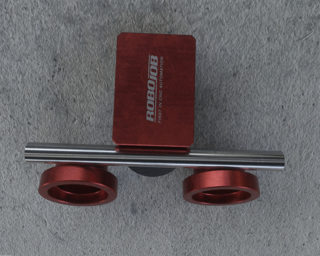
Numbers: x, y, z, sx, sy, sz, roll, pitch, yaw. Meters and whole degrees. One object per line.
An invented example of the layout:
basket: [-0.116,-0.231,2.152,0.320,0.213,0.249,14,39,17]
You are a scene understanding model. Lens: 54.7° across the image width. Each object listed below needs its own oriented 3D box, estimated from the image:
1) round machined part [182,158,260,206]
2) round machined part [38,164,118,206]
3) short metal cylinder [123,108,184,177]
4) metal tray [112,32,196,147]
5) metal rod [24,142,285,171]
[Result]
round machined part: [0.079,0.071,0.411,0.099,0.042,0.098,0,153,0]
round machined part: [-0.105,0.068,0.408,0.099,0.042,0.098,-1,149,0]
short metal cylinder: [-0.009,0.016,0.404,0.081,0.050,0.079,0,110,-1]
metal tray: [-0.006,-0.043,0.364,0.091,0.030,0.129,2,84,-2]
metal rod: [-0.005,0.035,0.371,0.302,0.025,0.025,2,110,-2]
